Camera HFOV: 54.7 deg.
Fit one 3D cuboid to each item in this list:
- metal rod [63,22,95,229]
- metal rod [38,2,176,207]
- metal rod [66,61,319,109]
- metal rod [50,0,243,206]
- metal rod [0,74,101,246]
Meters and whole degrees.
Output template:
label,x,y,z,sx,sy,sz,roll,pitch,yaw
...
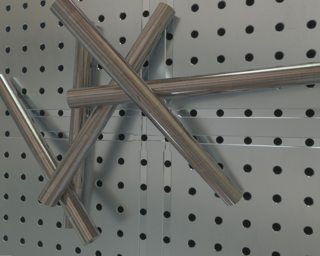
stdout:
label,x,y,z,sx,sy,sz,roll,pitch,yaw
metal rod,-0.118,-0.005,0.452,0.025,0.025,0.298,5,92,19
metal rod,-0.069,-0.031,0.407,0.025,0.025,0.299,31,89,17
metal rod,0.037,-0.050,0.367,0.302,0.025,0.025,-5,88,7
metal rod,-0.007,-0.022,0.353,0.025,0.025,0.300,-39,101,16
metal rod,-0.173,0.034,0.453,0.025,0.025,0.300,-43,70,15
